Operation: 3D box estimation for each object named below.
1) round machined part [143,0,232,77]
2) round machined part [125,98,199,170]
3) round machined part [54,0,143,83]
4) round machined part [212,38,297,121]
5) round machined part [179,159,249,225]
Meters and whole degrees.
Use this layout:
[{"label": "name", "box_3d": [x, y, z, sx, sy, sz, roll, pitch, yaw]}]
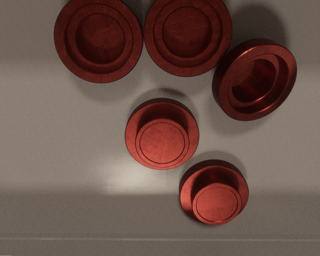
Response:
[{"label": "round machined part", "box_3d": [0.031, -0.112, 0.362, 0.099, 0.042, 0.097, 0, 110, -1]}, {"label": "round machined part", "box_3d": [0.003, 0.013, 0.407, 0.099, 0.042, 0.097, 0, 110, -1]}, {"label": "round machined part", "box_3d": [-0.068, -0.105, 0.363, 0.099, 0.042, 0.097, 0, 110, -1]}, {"label": "round machined part", "box_3d": [0.107, -0.060, 0.371, 0.099, 0.042, 0.097, -9, 126, -13]}, {"label": "round machined part", "box_3d": [0.077, 0.097, 0.439, 0.099, 0.042, 0.097, 0, 110, -1]}]
